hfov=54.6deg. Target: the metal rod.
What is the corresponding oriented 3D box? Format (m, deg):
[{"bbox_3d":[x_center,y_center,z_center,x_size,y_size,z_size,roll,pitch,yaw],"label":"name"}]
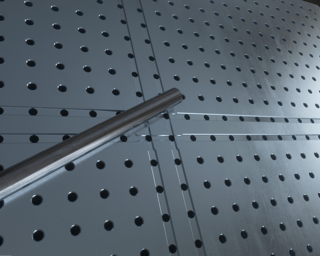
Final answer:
[{"bbox_3d":[-0.080,0.014,0.356,0.302,0.025,0.025,-30,79,-38],"label":"metal rod"}]
